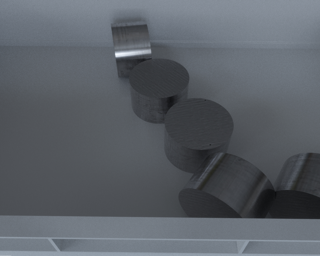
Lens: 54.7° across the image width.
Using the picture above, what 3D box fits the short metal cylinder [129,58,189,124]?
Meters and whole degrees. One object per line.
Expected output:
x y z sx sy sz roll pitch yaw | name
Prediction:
-0.001 -0.052 0.433 0.080 0.050 0.080 0 50 0 | short metal cylinder

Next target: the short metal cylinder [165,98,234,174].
0.046 0.009 0.381 0.080 0.050 0.080 0 50 0 | short metal cylinder

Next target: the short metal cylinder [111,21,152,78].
-0.044 -0.119 0.469 0.050 0.080 0.080 -8 51 -7 | short metal cylinder

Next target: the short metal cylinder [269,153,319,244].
0.155 0.071 0.311 0.080 0.080 0.050 27 55 21 | short metal cylinder

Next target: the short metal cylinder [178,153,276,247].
0.066 0.071 0.310 0.080 0.080 0.050 29 56 22 | short metal cylinder
